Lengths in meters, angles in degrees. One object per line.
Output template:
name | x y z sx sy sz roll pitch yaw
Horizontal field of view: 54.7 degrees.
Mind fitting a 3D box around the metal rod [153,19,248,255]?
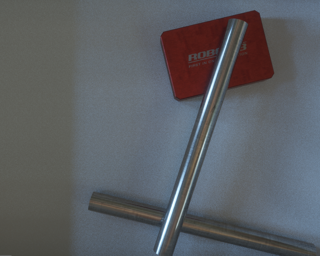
metal rod | 0.050 0.013 0.383 0.025 0.025 0.298 18 91 -1

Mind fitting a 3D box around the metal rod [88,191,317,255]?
metal rod | 0.056 0.132 0.412 0.302 0.025 0.025 14 90 -1

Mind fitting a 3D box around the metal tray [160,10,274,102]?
metal tray | 0.074 -0.094 0.410 0.131 0.030 0.089 -14 90 -1
